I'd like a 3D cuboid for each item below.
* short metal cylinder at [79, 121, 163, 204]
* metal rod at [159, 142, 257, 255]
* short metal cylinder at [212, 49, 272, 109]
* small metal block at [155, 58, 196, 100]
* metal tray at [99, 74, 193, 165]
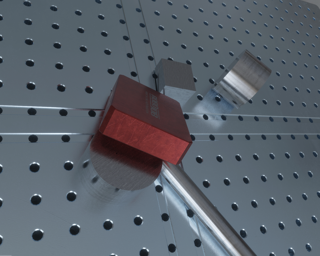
[{"bbox_3d":[-0.044,0.039,0.345,0.081,0.050,0.080,13,56,-21],"label":"short metal cylinder"},{"bbox_3d":[0.071,0.120,0.373,0.300,0.025,0.025,49,51,6],"label":"metal rod"},{"bbox_3d":[0.127,-0.076,0.488,0.050,0.080,0.080,40,51,-2],"label":"short metal cylinder"},{"bbox_3d":[0.022,-0.072,0.464,0.050,0.025,0.050,7,59,-25],"label":"small metal block"},{"bbox_3d":[-0.016,-0.016,0.363,0.090,0.030,0.130,24,20,-13],"label":"metal tray"}]
